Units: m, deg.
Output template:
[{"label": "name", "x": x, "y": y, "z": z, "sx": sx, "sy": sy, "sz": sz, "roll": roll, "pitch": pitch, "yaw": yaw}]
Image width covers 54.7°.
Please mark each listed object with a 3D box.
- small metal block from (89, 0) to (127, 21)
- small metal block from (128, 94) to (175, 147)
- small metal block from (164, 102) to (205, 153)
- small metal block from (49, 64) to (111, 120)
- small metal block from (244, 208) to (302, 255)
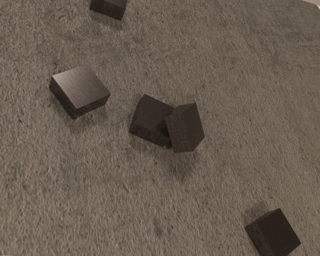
[{"label": "small metal block", "x": -0.079, "y": -0.203, "z": 0.486, "sx": 0.050, "sy": 0.025, "sz": 0.050, "roll": 15, "pitch": 55, "yaw": -20}, {"label": "small metal block", "x": -0.008, "y": -0.010, "z": 0.407, "sx": 0.050, "sy": 0.025, "sz": 0.050, "roll": 24, "pitch": 53, "yaw": -14}, {"label": "small metal block", "x": 0.033, "y": -0.001, "z": 0.401, "sx": 0.050, "sy": 0.025, "sz": 0.050, "roll": -38, "pitch": 115, "yaw": -58}, {"label": "small metal block", "x": -0.098, "y": -0.045, "z": 0.380, "sx": 0.050, "sy": 0.025, "sz": 0.050, "roll": -31, "pitch": 79, "yaw": -38}, {"label": "small metal block", "x": 0.146, "y": 0.139, "z": 0.400, "sx": 0.050, "sy": 0.025, "sz": 0.050, "roll": -17, "pitch": 71, "yaw": -35}]
